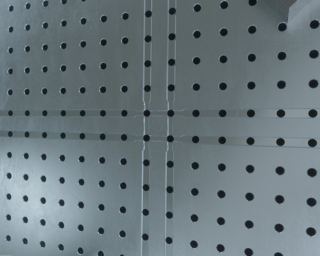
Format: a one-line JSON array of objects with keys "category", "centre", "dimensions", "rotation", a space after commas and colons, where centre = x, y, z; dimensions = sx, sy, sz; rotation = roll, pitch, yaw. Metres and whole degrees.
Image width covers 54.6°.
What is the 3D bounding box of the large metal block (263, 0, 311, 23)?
[{"category": "large metal block", "centre": [0.147, -0.182, 0.347], "dimensions": [0.080, 0.050, 0.080], "rotation": [-44, 77, 15]}]
